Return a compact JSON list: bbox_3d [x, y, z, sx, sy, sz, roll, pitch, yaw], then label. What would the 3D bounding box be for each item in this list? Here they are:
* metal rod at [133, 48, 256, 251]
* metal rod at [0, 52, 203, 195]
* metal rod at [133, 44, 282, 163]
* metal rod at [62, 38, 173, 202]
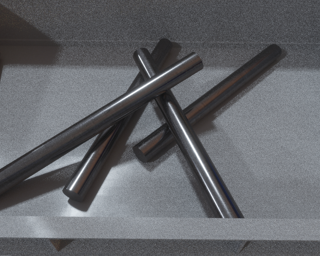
[{"bbox_3d":[0.024,-0.001,0.372,0.025,0.025,0.299,-16,52,-13],"label":"metal rod"},{"bbox_3d":[-0.077,-0.005,0.367,0.301,0.025,0.025,-33,57,-10],"label":"metal rod"},{"bbox_3d":[0.083,-0.048,0.446,0.302,0.025,0.025,-37,59,-27],"label":"metal rod"},{"bbox_3d":[-0.043,-0.033,0.432,0.025,0.025,0.301,16,52,13],"label":"metal rod"}]
